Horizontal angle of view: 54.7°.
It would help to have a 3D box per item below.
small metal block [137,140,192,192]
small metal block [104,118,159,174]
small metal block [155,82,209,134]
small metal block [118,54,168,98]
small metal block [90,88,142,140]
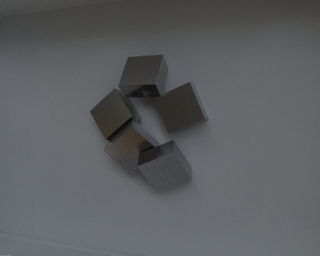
[{"bbox_3d":[0.007,0.049,0.395,0.050,0.025,0.050,-24,119,18],"label":"small metal block"},{"bbox_3d":[-0.037,0.024,0.411,0.050,0.025,0.050,-41,113,15],"label":"small metal block"},{"bbox_3d":[0.028,-0.025,0.400,0.050,0.025,0.050,-23,82,18],"label":"small metal block"},{"bbox_3d":[-0.021,-0.068,0.406,0.050,0.025,0.050,1,58,20],"label":"small metal block"},{"bbox_3d":[-0.061,-0.018,0.427,0.050,0.025,0.050,-40,67,15],"label":"small metal block"}]
